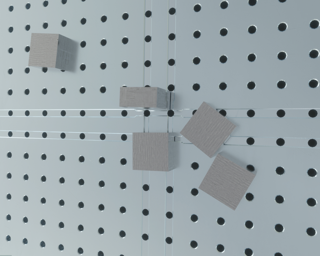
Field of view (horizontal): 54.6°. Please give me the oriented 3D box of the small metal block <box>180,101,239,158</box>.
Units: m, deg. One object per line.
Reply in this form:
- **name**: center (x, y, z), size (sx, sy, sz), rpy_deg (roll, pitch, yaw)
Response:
- **small metal block**: center (0.062, 0.002, 0.391), size (0.050, 0.025, 0.050), rpy_deg (40, 102, 15)

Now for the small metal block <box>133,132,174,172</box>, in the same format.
- **small metal block**: center (-0.009, 0.031, 0.416), size (0.050, 0.025, 0.050), rpy_deg (0, 90, 20)

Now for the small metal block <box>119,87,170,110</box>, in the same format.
- **small metal block**: center (-0.019, -0.038, 0.406), size (0.050, 0.050, 0.025), rpy_deg (3, 91, 20)

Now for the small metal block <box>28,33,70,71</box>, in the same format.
- **small metal block**: center (-0.170, -0.116, 0.473), size (0.050, 0.025, 0.050), rpy_deg (8, 93, 20)

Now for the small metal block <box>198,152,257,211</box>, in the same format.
- **small metal block**: center (0.084, 0.064, 0.383), size (0.050, 0.025, 0.050), rpy_deg (30, 100, 17)
